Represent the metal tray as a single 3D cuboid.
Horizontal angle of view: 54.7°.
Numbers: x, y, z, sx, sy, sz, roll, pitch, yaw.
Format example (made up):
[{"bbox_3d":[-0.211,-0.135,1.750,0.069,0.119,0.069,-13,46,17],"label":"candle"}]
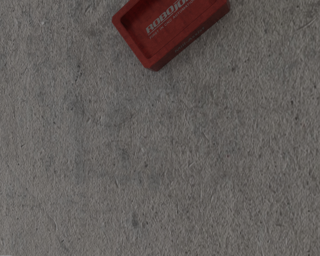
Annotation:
[{"bbox_3d":[0.012,-0.148,0.401,0.130,0.030,0.090,-38,78,16],"label":"metal tray"}]
